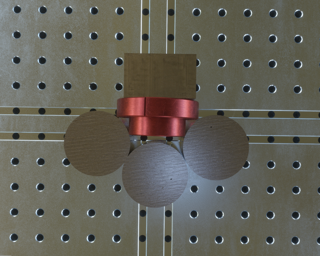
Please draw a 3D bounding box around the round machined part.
[{"bbox_3d":[-0.003,-0.011,0.375,0.099,0.098,0.042,2,90,0],"label":"round machined part"}]

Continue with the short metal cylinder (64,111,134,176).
[{"bbox_3d":[-0.076,0.019,0.400,0.081,0.050,0.079,0,90,0],"label":"short metal cylinder"}]

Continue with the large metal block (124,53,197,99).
[{"bbox_3d":[0.000,-0.058,0.385,0.081,0.080,0.050,1,90,0],"label":"large metal block"}]

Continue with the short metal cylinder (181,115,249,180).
[{"bbox_3d":[0.068,0.024,0.402,0.081,0.050,0.079,0,90,0],"label":"short metal cylinder"}]

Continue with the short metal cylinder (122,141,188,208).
[{"bbox_3d":[-0.006,0.057,0.401,0.081,0.050,0.079,0,90,0],"label":"short metal cylinder"}]
